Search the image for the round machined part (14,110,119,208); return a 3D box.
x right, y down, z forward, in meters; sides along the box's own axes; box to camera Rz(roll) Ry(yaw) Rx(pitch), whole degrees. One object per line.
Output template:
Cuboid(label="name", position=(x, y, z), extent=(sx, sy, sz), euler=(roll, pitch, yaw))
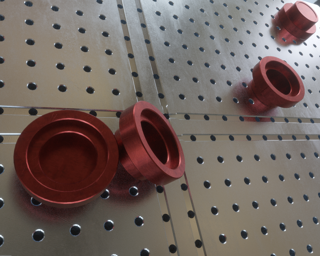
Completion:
Cuboid(label="round machined part", position=(-0.094, 0.034, 0.319), extent=(0.099, 0.042, 0.098), euler=(7, 62, -14))

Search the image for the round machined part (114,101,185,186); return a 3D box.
Cuboid(label="round machined part", position=(-0.015, 0.021, 0.357), extent=(0.098, 0.042, 0.098), euler=(47, 26, -31))

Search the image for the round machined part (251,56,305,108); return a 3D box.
Cuboid(label="round machined part", position=(0.204, -0.076, 0.553), extent=(0.099, 0.042, 0.098), euler=(13, 56, -21))

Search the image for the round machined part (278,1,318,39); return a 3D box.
Cuboid(label="round machined part", position=(0.333, -0.262, 0.735), extent=(0.099, 0.042, 0.098), euler=(13, 56, -21))
